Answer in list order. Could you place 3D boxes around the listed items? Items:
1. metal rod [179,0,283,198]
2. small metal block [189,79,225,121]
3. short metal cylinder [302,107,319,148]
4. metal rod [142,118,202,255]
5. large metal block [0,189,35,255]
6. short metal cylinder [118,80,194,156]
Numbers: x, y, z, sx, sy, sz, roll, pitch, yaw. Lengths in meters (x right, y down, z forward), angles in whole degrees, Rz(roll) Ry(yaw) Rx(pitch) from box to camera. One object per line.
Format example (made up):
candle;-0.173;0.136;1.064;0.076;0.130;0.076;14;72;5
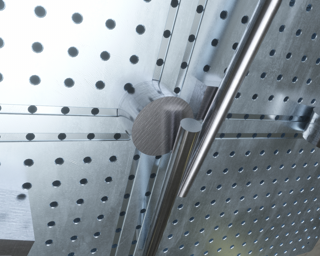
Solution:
metal rod;0.082;-0.036;0.400;0.025;0.025;0.298;9;114;-32
small metal block;0.071;-0.038;0.426;0.050;0.025;0.050;1;118;-29
short metal cylinder;0.299;0.003;0.540;0.081;0.080;0.050;-3;120;-27
metal rod;0.008;0.109;0.444;0.025;0.025;0.298;-8;134;-24
large metal block;-0.191;0.110;0.339;0.080;0.080;0.050;19;108;-36
short metal cylinder;-0.006;-0.013;0.384;0.081;0.050;0.079;-14;124;-21
